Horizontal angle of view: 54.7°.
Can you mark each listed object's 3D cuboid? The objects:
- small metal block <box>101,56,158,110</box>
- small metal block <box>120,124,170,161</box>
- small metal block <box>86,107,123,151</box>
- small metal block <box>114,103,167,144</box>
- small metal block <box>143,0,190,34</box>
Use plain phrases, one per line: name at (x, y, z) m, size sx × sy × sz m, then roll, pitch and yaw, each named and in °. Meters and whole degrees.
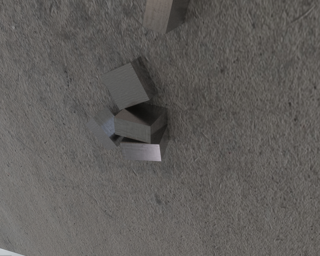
small metal block at (-0.038, -0.056, 0.393) m, size 0.050 × 0.025 × 0.050 m, roll -16°, pitch 110°, yaw 34°
small metal block at (-0.018, 0.018, 0.406) m, size 0.050 × 0.050 × 0.025 m, roll 1°, pitch 120°, yaw 14°
small metal block at (-0.074, 0.002, 0.435) m, size 0.050 × 0.025 × 0.050 m, roll 51°, pitch 155°, yaw -8°
small metal block at (-0.024, -0.009, 0.398) m, size 0.050 × 0.050 × 0.025 m, roll 14°, pitch 124°, yaw 20°
small metal block at (0.010, -0.127, 0.307) m, size 0.025 × 0.050 × 0.050 m, roll 24°, pitch 127°, yaw 13°
